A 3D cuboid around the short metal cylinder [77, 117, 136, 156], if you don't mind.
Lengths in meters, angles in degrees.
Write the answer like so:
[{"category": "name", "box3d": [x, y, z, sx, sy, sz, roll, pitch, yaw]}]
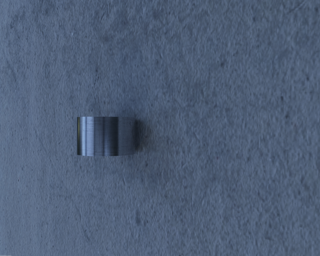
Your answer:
[{"category": "short metal cylinder", "box3d": [-0.074, 0.010, 0.428, 0.080, 0.081, 0.050, 0, 90, 39]}]
